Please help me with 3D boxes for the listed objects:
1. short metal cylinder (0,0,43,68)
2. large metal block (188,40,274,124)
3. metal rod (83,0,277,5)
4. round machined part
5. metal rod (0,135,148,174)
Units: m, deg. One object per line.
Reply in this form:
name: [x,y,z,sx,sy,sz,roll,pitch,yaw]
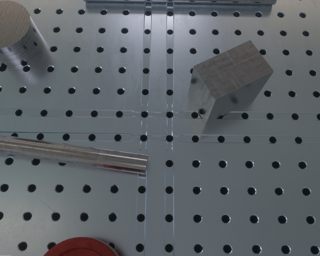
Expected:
short metal cylinder: [-0.218,-0.134,0.446,0.081,0.050,0.080,0,70,0]
large metal block: [0.087,-0.057,0.404,0.080,0.080,0.050,-26,72,-9]
metal rod: [0.031,-0.210,0.488,0.302,0.025,0.025,1,70,0]
round machined part: [-0.086,0.172,0.339,0.099,0.042,0.098,0,70,0]
metal rod: [-0.166,0.027,0.400,0.302,0.025,0.025,8,70,2]
